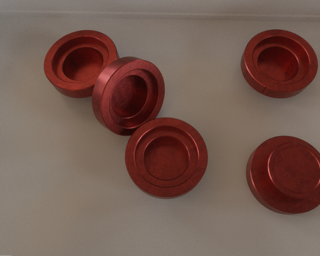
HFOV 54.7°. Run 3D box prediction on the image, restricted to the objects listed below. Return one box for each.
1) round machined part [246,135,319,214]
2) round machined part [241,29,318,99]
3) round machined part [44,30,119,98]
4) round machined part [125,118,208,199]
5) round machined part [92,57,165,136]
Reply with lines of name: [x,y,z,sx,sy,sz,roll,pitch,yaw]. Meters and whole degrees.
round machined part: [0.161,0.055,0.382,0.099,0.042,0.098,0,70,-1]
round machined part: [0.162,-0.085,0.434,0.099,0.042,0.098,0,70,-1]
round machined part: [-0.103,-0.083,0.425,0.099,0.042,0.098,-2,65,5]
round machined part: [0.007,0.039,0.386,0.099,0.042,0.098,0,70,-1]
round machined part: [-0.044,-0.042,0.394,0.042,0.098,0.098,28,69,41]
